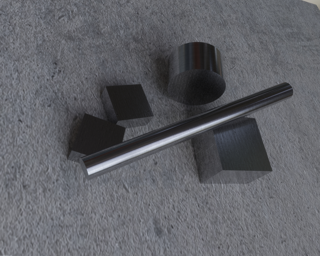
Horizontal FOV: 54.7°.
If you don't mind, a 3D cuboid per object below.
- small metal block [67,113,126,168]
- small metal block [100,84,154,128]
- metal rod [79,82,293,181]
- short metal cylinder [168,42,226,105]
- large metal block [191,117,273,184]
[{"bbox_3d":[-0.072,0.017,0.356,0.050,0.025,0.050,21,54,-16],"label":"small metal block"},{"bbox_3d":[-0.043,-0.028,0.399,0.050,0.025,0.050,-9,66,-32],"label":"small metal block"},{"bbox_3d":[0.052,-0.006,0.377,0.302,0.025,0.025,-20,73,-25],"label":"metal rod"},{"bbox_3d":[0.051,-0.076,0.445,0.081,0.080,0.050,15,56,-21],"label":"short metal cylinder"},{"bbox_3d":[0.094,0.030,0.422,0.081,0.050,0.080,5,60,-26],"label":"large metal block"}]
